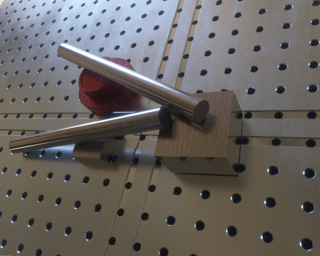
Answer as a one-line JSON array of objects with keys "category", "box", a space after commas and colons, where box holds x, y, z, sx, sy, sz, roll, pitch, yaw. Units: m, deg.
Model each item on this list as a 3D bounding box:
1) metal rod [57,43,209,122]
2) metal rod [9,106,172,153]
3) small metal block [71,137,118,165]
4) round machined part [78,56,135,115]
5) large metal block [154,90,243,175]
[{"category": "metal rod", "box": [-0.058, -0.073, 0.420, 0.300, 0.025, 0.025, 29, 77, 40]}, {"category": "metal rod", "box": [-0.116, 0.009, 0.426, 0.300, 0.025, 0.025, -10, 57, 35]}, {"category": "small metal block", "box": [-0.092, 0.024, 0.440, 0.050, 0.025, 0.050, 0, 62, 27]}, {"category": "round machined part", "box": [-0.087, -0.073, 0.485, 0.098, 0.042, 0.098, -13, 56, 20]}, {"category": "large metal block", "box": [0.047, 0.006, 0.359, 0.080, 0.050, 0.080, -2, 61, 27]}]
